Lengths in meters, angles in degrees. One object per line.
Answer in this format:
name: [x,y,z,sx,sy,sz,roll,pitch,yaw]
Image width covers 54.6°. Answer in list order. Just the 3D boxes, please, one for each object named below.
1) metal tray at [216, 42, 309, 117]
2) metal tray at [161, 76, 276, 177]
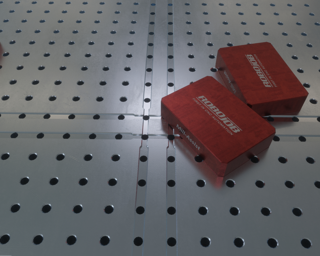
metal tray: [0.149,-0.076,0.470,0.091,0.030,0.130,-9,51,-8]
metal tray: [0.073,-0.009,0.412,0.091,0.030,0.130,-28,56,-22]
